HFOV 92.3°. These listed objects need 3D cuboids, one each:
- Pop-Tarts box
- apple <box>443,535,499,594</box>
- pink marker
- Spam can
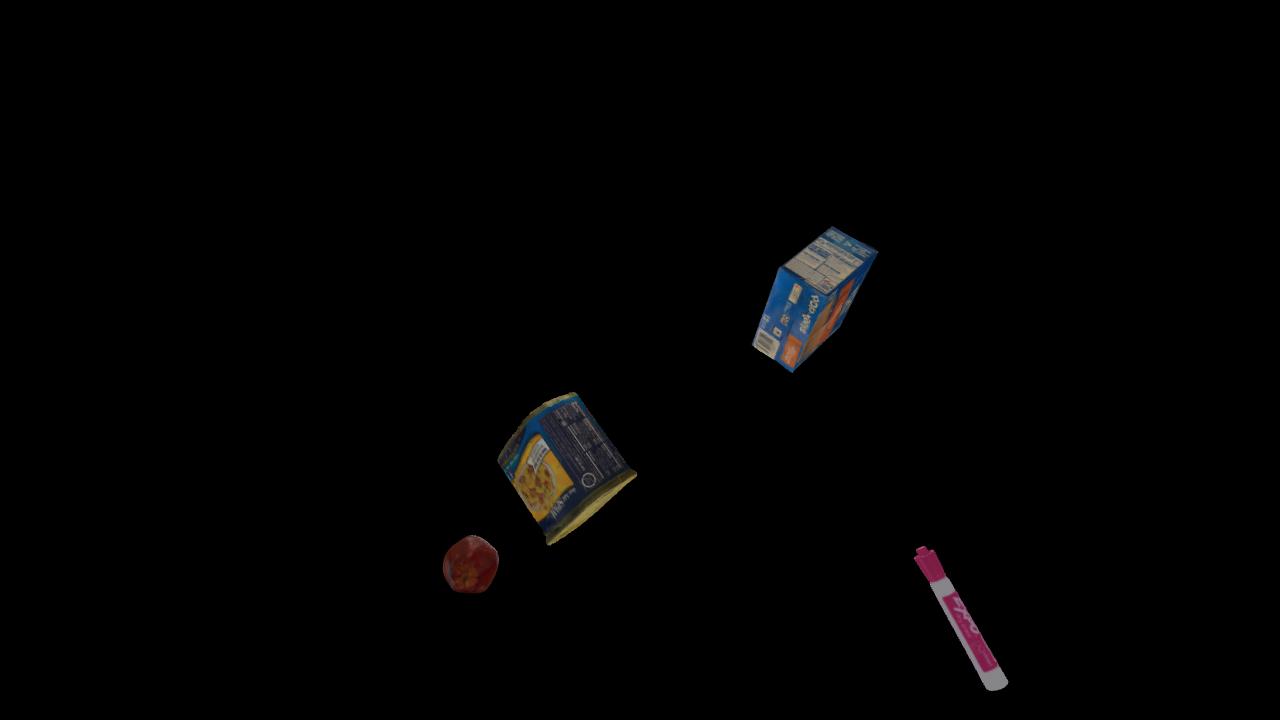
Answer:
[{"bbox_3d":[0.257,-0.088,0.918,0.083,0.167,0.141,38,57,22],"label":"Pop-Tarts box"},{"bbox_3d":[-0.241,0.295,0.879,0.079,0.079,0.093,0,0,-10],"label":"apple"},{"bbox_3d":[0.273,0.219,0.529,0.020,0.121,0.020,-23,-15,-7],"label":"pink marker"},{"bbox_3d":[-0.063,0.088,0.498,0.058,0.085,0.101,-24,-18,-45],"label":"Spam can"}]
